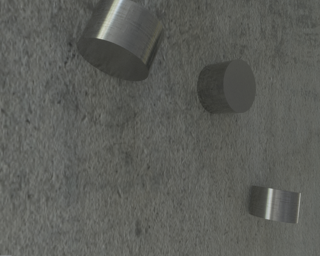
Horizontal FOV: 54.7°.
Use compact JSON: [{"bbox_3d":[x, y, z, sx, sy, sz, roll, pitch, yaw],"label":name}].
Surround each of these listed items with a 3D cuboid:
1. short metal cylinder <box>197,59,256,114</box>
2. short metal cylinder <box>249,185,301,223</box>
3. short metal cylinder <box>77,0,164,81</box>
[{"bbox_3d":[0.103,-0.062,0.478,0.081,0.050,0.079,0,90,-40],"label":"short metal cylinder"},{"bbox_3d":[0.200,0.132,0.540,0.081,0.080,0.050,15,81,-39],"label":"short metal cylinder"},{"bbox_3d":[-0.041,-0.093,0.336,0.080,0.080,0.050,32,70,-36],"label":"short metal cylinder"}]
